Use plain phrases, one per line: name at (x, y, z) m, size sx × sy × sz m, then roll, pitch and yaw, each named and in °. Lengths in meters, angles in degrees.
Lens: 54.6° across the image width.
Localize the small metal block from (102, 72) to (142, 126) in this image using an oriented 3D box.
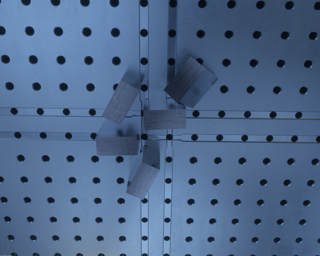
small metal block at (-0.046, -0.037, 0.386) m, size 0.025 × 0.050 × 0.050 m, roll 28°, pitch 108°, yaw -10°

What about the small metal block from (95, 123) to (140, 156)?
small metal block at (-0.053, 0.014, 0.405) m, size 0.050 × 0.050 × 0.025 m, roll -1°, pitch 110°, yaw 0°

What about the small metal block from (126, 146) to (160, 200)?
small metal block at (-0.022, 0.060, 0.422) m, size 0.025 × 0.050 × 0.050 m, roll 25°, pitch 108°, yaw -9°

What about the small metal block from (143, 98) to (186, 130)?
small metal block at (0.006, -0.019, 0.393) m, size 0.050 × 0.050 × 0.025 m, roll -2°, pitch 111°, yaw 1°

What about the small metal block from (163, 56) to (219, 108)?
small metal block at (0.039, -0.054, 0.378) m, size 0.025 × 0.050 × 0.050 m, roll 46°, pitch 106°, yaw 22°
